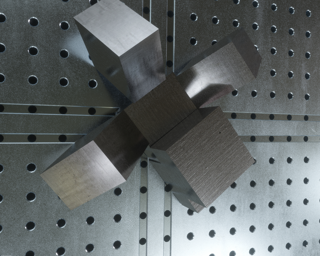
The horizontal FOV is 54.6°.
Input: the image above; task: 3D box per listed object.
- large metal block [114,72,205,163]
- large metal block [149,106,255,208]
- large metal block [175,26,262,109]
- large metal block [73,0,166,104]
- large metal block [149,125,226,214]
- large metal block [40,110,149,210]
[{"bbox_3d":[0.001,-0.013,0.399,0.080,0.050,0.080,-40,103,-16],"label":"large metal block"},{"bbox_3d":[0.049,0.031,0.363,0.080,0.050,0.080,-39,103,-17],"label":"large metal block"},{"bbox_3d":[0.077,-0.077,0.395,0.050,0.080,0.080,54,34,-12],"label":"large metal block"},{"bbox_3d":[-0.042,-0.088,0.351,0.050,0.080,0.080,-40,64,-15],"label":"large metal block"},{"bbox_3d":[0.047,0.052,0.416,0.080,0.050,0.080,-39,101,-17],"label":"large metal block"},{"bbox_3d":[-0.068,0.033,0.342,0.080,0.080,0.050,-31,103,25],"label":"large metal block"}]
